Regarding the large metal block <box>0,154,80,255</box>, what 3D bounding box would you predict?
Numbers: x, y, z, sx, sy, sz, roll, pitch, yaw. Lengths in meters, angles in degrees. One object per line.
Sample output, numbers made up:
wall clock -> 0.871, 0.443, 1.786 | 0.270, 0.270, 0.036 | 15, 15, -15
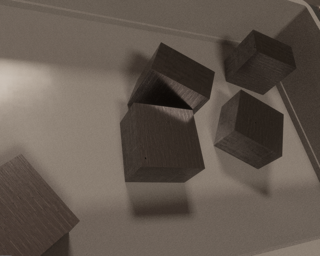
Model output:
large metal block -> -0.132, 0.083, 0.268 | 0.080, 0.050, 0.080 | 47, 51, 5

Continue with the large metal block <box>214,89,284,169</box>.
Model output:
large metal block -> 0.134, 0.002, 0.463 | 0.080, 0.050, 0.080 | 28, 52, -11

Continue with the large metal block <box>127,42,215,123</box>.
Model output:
large metal block -> 0.014, -0.052, 0.411 | 0.080, 0.080, 0.050 | 26, 53, -13

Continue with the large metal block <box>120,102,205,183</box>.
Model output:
large metal block -> 0.000, 0.020, 0.379 | 0.081, 0.050, 0.080 | 6, 59, -26

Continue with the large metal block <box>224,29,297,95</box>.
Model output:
large metal block -> 0.169, -0.109, 0.531 | 0.081, 0.080, 0.050 | 16, 55, -20
